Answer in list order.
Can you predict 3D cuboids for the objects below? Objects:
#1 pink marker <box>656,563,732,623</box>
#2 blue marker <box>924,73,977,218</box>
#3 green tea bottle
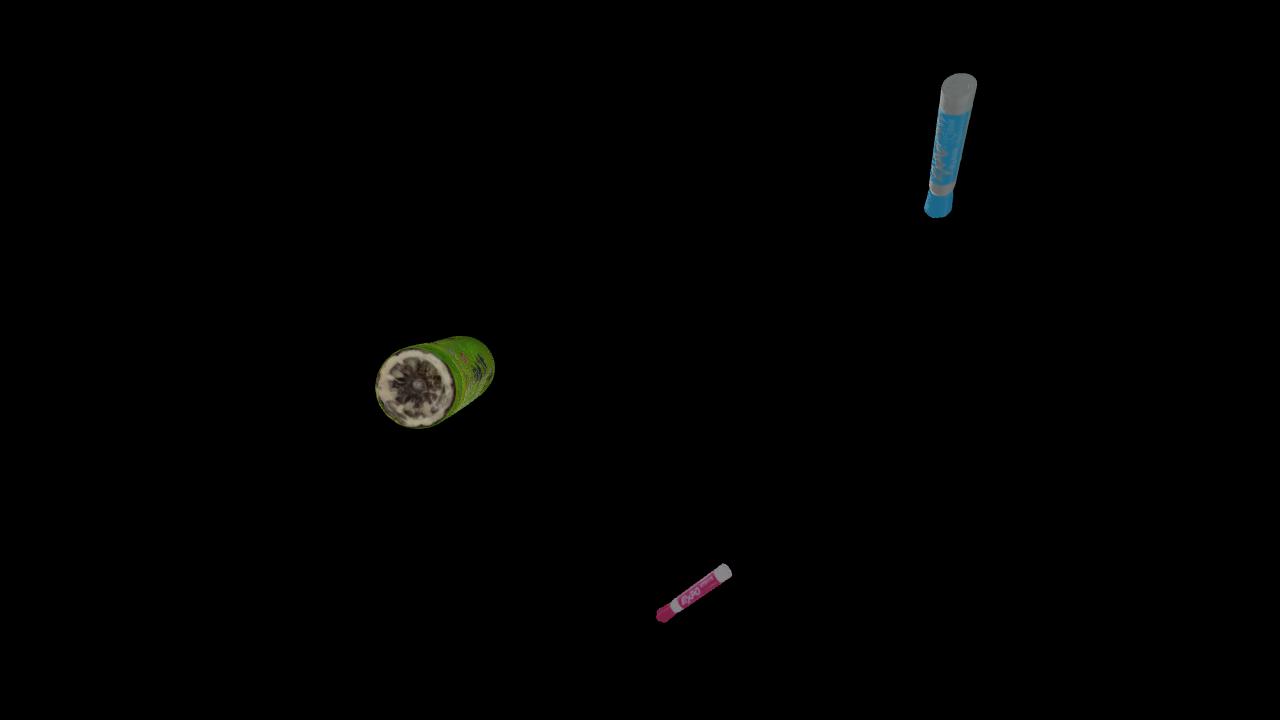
[{"bbox_3d":[0.067,0.301,0.789,0.121,0.020,0.020,-42,-15,17],"label":"pink marker"},{"bbox_3d":[0.204,-0.135,0.409,0.020,0.020,0.121,0,-24,20],"label":"blue marker"},{"bbox_3d":[-0.186,0.013,0.604,0.073,0.073,0.212,0,6,-3],"label":"green tea bottle"}]
